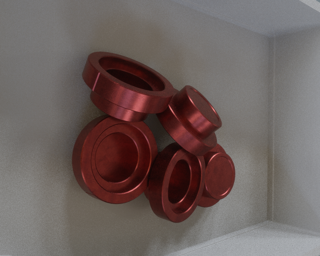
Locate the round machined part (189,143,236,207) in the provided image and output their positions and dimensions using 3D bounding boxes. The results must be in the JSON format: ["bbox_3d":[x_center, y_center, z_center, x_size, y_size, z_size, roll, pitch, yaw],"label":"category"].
[{"bbox_3d":[0.074,0.068,0.458,0.099,0.042,0.097,0,90,-40],"label":"round machined part"}]

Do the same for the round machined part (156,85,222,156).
[{"bbox_3d":[0.041,-0.016,0.394,0.098,0.042,0.098,39,25,-22],"label":"round machined part"}]

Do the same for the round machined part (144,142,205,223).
[{"bbox_3d":[0.016,0.066,0.393,0.099,0.042,0.097,-13,107,-52],"label":"round machined part"}]

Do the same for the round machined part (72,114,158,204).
[{"bbox_3d":[-0.053,0.033,0.349,0.099,0.042,0.097,0,90,-40],"label":"round machined part"}]

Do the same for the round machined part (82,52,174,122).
[{"bbox_3d":[-0.037,-0.042,0.340,0.099,0.098,0.042,3,124,-40],"label":"round machined part"}]
